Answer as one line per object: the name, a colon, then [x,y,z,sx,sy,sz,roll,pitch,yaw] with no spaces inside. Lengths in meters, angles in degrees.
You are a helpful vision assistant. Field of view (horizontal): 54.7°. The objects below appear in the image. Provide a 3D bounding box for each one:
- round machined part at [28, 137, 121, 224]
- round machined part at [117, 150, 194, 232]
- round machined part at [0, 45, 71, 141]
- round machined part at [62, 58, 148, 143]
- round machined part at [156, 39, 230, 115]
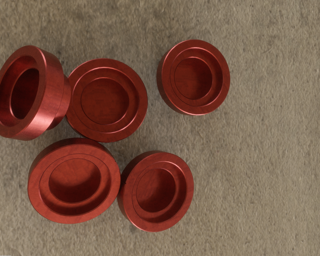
round machined part: [-0.098,0.056,0.355,0.099,0.042,0.097,-7,111,-19]
round machined part: [-0.009,0.076,0.392,0.099,0.042,0.097,-2,95,-30]
round machined part: [-0.134,-0.034,0.330,0.042,0.098,0.097,19,82,-53]
round machined part: [-0.068,-0.031,0.374,0.099,0.042,0.097,1,88,-20]
round machined part: [0.041,-0.065,0.416,0.099,0.042,0.097,0,90,-21]
